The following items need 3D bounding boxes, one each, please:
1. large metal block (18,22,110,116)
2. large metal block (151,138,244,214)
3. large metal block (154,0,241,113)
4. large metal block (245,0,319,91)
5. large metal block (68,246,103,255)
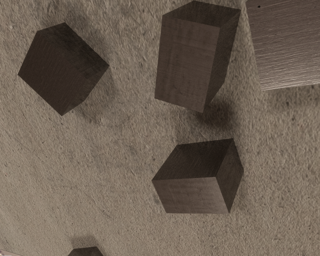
[{"bbox_3d":[-0.128,-0.076,0.409,0.080,0.050,0.080,44,129,-3],"label":"large metal block"},{"bbox_3d":[0.049,0.058,0.381,0.080,0.080,0.050,-9,114,32],"label":"large metal block"},{"bbox_3d":[0.038,-0.073,0.305,0.050,0.080,0.079,19,126,17],"label":"large metal block"},{"bbox_3d":[0.128,-0.084,0.271,0.080,0.050,0.080,-5,116,30],"label":"large metal block"},{"bbox_3d":[-0.152,0.302,0.655,0.080,0.050,0.080,-21,107,35],"label":"large metal block"}]
